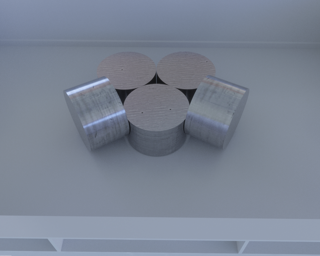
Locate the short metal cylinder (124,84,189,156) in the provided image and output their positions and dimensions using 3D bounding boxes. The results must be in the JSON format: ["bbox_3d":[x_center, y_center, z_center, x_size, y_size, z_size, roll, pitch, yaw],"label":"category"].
[{"bbox_3d":[-0.004,-0.011,0.396,0.080,0.050,0.080,0,50,0],"label":"short metal cylinder"}]

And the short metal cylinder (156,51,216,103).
[{"bbox_3d":[0.035,-0.064,0.441,0.080,0.050,0.080,0,50,0],"label":"short metal cylinder"}]

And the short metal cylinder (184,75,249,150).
[{"bbox_3d":[0.071,-0.020,0.384,0.050,0.080,0.080,23,54,18],"label":"short metal cylinder"}]

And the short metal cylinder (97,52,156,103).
[{"bbox_3d":[-0.045,-0.064,0.440,0.080,0.050,0.080,0,50,0],"label":"short metal cylinder"}]

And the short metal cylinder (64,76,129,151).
[{"bbox_3d":[-0.079,-0.018,0.382,0.050,0.080,0.080,-24,54,-19],"label":"short metal cylinder"}]
